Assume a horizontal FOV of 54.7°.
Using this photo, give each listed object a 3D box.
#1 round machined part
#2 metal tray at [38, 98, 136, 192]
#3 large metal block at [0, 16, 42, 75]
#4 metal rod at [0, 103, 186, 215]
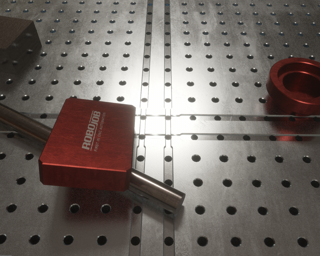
[{"bbox_3d":[0.202,-0.054,0.445,0.099,0.042,0.098,0,50,0],"label":"round machined part"},{"bbox_3d":[-0.077,0.013,0.362,0.091,0.030,0.130,7,34,-7],"label":"metal tray"},{"bbox_3d":[-0.255,-0.137,0.503,0.080,0.050,0.080,11,51,9],"label":"large metal block"},{"bbox_3d":[-0.109,0.026,0.383,0.301,0.025,0.025,23,54,18],"label":"metal rod"}]
